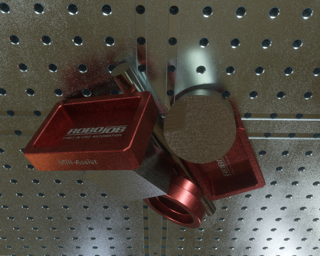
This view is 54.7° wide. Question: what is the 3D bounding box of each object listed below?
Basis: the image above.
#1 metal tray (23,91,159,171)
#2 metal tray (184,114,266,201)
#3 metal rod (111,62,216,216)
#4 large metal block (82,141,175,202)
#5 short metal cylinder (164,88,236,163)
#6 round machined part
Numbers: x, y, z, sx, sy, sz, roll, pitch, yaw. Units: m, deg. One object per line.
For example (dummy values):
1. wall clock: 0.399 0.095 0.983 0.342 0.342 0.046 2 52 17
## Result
1. metal tray: -0.075 0.003 0.348 0.130 0.090 0.030 -3 133 22
2. metal tray: 0.090 0.048 0.445 0.090 0.030 0.130 -20 128 16
3. metal rod: 0.019 0.036 0.437 0.025 0.025 0.299 -20 128 16
4. large metal block: -0.041 0.053 0.411 0.080 0.050 0.080 -22 130 40
5. short metal cylinder: 0.048 -0.004 0.368 0.080 0.050 0.079 3 107 10
6. round machined part: 0.025 0.106 0.467 0.098 0.042 0.098 24 149 16
